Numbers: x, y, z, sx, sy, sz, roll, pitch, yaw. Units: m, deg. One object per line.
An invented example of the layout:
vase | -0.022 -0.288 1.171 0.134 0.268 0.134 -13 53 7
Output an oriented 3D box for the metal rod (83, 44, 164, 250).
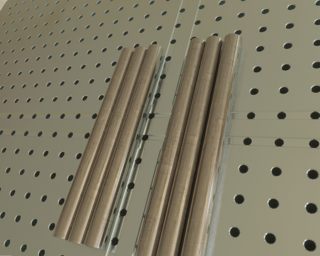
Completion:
metal rod | -0.042 0.008 0.426 0.025 0.025 0.300 1 62 29

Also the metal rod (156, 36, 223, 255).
metal rod | 0.042 0.009 0.381 0.025 0.025 0.300 1 62 29

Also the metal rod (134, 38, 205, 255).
metal rod | 0.021 0.008 0.393 0.025 0.025 0.300 1 62 29

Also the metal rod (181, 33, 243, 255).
metal rod | 0.066 0.009 0.368 0.025 0.025 0.300 1 62 29

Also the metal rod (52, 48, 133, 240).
metal rod | -0.087 0.007 0.450 0.025 0.025 0.300 1 62 29

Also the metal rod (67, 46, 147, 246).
metal rod | -0.064 0.008 0.437 0.025 0.025 0.300 1 62 29
